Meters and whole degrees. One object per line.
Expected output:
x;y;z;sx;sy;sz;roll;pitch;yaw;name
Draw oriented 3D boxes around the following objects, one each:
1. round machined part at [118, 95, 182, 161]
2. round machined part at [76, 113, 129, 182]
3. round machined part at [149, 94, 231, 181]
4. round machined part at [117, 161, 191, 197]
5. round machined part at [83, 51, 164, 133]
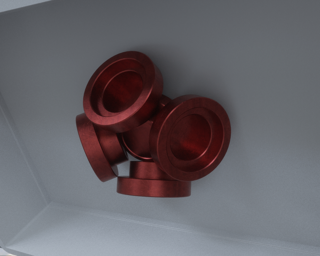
-0.015;0.005;0.404;0.098;0.042;0.097;13;124;20;round machined part
-0.074;0.021;0.422;0.042;0.098;0.097;-22;112;-4;round machined part
0.031;0.009;0.361;0.042;0.099;0.097;28;139;58;round machined part
-0.007;0.066;0.415;0.098;0.098;0.042;-1;82;28;round machined part
-0.039;-0.038;0.367;0.098;0.098;0.042;-4;154;29;round machined part
